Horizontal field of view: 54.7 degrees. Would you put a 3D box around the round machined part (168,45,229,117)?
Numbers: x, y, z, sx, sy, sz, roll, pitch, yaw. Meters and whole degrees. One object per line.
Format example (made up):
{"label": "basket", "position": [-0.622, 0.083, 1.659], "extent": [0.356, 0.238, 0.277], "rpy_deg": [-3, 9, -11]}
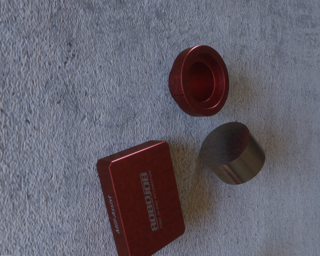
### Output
{"label": "round machined part", "position": [0.051, -0.064, 0.438], "extent": [0.099, 0.042, 0.097], "rpy_deg": [0, 90, -40]}

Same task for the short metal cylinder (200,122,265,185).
{"label": "short metal cylinder", "position": [0.108, 0.037, 0.462], "extent": [0.050, 0.080, 0.080], "rpy_deg": [46, 63, -31]}

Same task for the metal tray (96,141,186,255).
{"label": "metal tray", "position": [-0.020, 0.089, 0.387], "extent": [0.091, 0.030, 0.129], "rpy_deg": [-19, 102, -39]}
